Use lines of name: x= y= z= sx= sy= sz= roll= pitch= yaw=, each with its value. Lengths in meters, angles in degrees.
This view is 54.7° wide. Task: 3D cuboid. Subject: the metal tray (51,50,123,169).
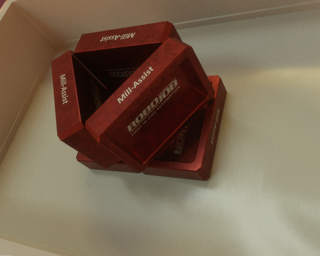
metal tray: x=-0.089 y=-0.024 z=0.384 sx=0.030 sy=0.090 sz=0.130 roll=-28 pitch=52 yaw=11

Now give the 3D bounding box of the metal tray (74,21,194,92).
metal tray: x=-0.030 y=-0.083 z=0.388 sx=0.130 sy=0.090 sz=0.030 roll=2 pitch=63 yaw=29

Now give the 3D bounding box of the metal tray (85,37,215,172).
metal tray: x=-0.005 y=-0.022 z=0.338 sx=0.130 sy=0.090 sz=0.030 roll=-46 pitch=51 yaw=-4

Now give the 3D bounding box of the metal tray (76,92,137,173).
metal tray: x=-0.054 y=-0.005 z=0.434 sx=0.090 sy=0.030 sz=0.130 roll=1 pitch=61 yaw=28

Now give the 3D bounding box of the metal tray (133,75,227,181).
metal tray: x=0.026 y=-0.003 z=0.390 sx=0.090 sy=0.030 sz=0.130 roll=1 pitch=61 yaw=29
